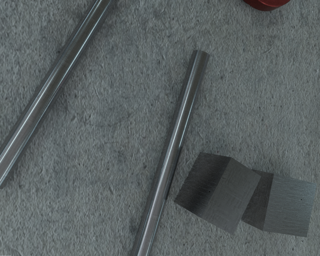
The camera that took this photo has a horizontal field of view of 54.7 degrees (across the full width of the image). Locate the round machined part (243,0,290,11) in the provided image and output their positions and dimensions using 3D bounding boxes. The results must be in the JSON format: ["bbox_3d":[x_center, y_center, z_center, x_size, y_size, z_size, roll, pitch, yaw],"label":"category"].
[{"bbox_3d":[0.151,-0.221,0.457,0.099,0.042,0.097,0,90,-21],"label":"round machined part"}]

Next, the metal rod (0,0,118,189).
[{"bbox_3d":[-0.116,-0.069,0.366,0.025,0.025,0.299,31,80,-18],"label":"metal rod"}]

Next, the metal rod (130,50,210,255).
[{"bbox_3d":[0.013,0.039,0.415,0.025,0.025,0.299,19,83,-19],"label":"metal rod"}]

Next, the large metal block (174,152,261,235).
[{"bbox_3d":[0.073,0.082,0.408,0.050,0.080,0.080,33,79,-18],"label":"large metal block"}]

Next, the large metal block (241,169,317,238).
[{"bbox_3d":[0.177,0.111,0.463,0.081,0.050,0.080,15,85,-20],"label":"large metal block"}]
